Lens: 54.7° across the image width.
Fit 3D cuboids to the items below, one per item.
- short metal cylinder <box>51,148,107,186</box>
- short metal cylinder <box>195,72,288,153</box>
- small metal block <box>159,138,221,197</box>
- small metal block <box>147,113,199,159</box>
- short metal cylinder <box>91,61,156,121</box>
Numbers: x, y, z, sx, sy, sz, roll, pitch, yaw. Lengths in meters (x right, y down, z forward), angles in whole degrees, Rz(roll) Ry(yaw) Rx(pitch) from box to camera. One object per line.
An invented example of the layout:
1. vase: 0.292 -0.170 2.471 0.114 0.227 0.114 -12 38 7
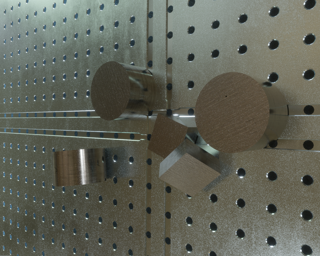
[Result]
1. short metal cylinder: -0.124 0.059 0.476 0.080 0.081 0.050 -8 85 40
2. short metal cylinder: 0.084 -0.015 0.324 0.080 0.050 0.079 0 90 40
3. small metal block: 0.034 0.047 0.362 0.050 0.050 0.025 -47 21 30
4. small metal block: 0.017 0.013 0.396 0.050 0.025 0.050 27 107 36
5. short metal cylinder: -0.052 -0.050 0.436 0.080 0.050 0.079 0 90 40
